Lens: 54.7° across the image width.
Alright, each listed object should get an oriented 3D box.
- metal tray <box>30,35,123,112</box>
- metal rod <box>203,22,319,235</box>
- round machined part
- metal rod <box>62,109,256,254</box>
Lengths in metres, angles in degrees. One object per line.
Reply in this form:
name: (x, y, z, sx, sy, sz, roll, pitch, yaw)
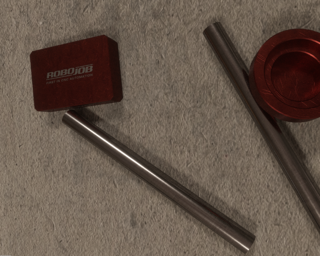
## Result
metal tray: (-0.123, -0.075, 0.448, 0.130, 0.030, 0.089, -6, 88, 19)
metal rod: (0.133, 0.007, 0.362, 0.025, 0.025, 0.299, -30, 80, 17)
round machined part: (0.146, -0.054, 0.338, 0.099, 0.042, 0.097, 0, 81, 2)
metal rod: (-0.013, 0.062, 0.412, 0.300, 0.025, 0.025, 33, 101, 16)
